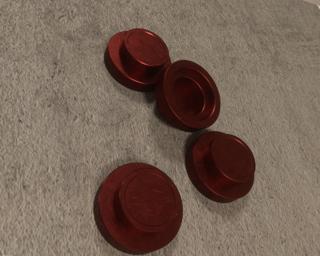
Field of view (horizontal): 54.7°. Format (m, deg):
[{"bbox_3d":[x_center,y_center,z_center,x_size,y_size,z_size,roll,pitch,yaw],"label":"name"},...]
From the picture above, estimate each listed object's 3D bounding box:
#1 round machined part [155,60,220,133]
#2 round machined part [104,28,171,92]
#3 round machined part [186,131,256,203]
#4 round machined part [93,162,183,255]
[{"bbox_3d":[0.033,-0.041,0.428,0.099,0.042,0.098,13,67,-32],"label":"round machined part"},{"bbox_3d":[-0.026,-0.103,0.443,0.099,0.042,0.098,14,56,-21],"label":"round machined part"},{"bbox_3d":[0.087,0.047,0.413,0.099,0.042,0.098,14,56,-21],"label":"round machined part"},{"bbox_3d":[-0.018,0.082,0.334,0.099,0.042,0.098,14,56,-21],"label":"round machined part"}]
